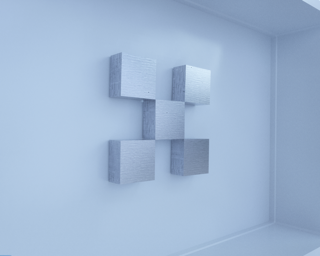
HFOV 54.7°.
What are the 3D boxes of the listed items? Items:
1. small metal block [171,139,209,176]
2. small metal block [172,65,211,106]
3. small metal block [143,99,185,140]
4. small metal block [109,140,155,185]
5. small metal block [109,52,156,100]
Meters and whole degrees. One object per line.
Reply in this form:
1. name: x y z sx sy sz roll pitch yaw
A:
1. small metal block: 0.043 0.040 0.440 0.050 0.025 0.050 2 89 -40
2. small metal block: 0.045 -0.059 0.441 0.050 0.025 0.050 3 88 -40
3. small metal block: 0.006 -0.010 0.408 0.050 0.025 0.050 1 90 -40
4. small metal block: -0.034 0.039 0.376 0.050 0.025 0.050 1 90 -40
5. small metal block: -0.033 -0.061 0.376 0.050 0.025 0.050 2 89 -40
